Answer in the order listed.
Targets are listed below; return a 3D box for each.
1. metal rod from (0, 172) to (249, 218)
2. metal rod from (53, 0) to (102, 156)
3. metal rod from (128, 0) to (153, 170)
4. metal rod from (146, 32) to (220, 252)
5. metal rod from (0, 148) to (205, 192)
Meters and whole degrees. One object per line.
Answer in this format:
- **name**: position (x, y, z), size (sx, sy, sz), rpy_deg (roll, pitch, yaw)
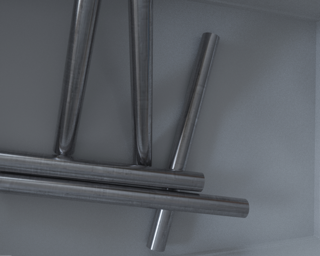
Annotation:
- **metal rod**: position (-0.034, 0.083, 0.378), size (0.302, 0.025, 0.025), rpy_deg (9, 87, -13)
- **metal rod**: position (-0.075, -0.101, 0.305), size (0.025, 0.025, 0.298), rpy_deg (7, 118, -20)
- **metal rod**: position (-0.020, -0.082, 0.332), size (0.025, 0.025, 0.298), rpy_deg (-10, 121, -20)
- **metal rod**: position (0.033, 0.015, 0.422), size (0.025, 0.025, 0.299), rpy_deg (17, 84, -19)
- **metal rod**: position (-0.092, 0.047, 0.361), size (0.302, 0.025, 0.025), rpy_deg (9, 87, -14)
